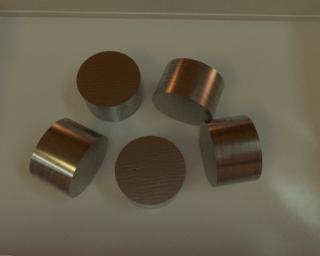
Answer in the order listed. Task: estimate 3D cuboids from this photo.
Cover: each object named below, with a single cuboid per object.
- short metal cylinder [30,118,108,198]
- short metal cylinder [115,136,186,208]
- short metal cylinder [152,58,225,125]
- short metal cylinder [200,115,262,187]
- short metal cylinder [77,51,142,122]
[{"bbox_3d":[-0.104,0.034,0.364,0.050,0.080,0.080,26,72,9],"label":"short metal cylinder"},{"bbox_3d":[-0.011,0.055,0.374,0.081,0.050,0.080,0,70,0],"label":"short metal cylinder"},{"bbox_3d":[0.036,-0.044,0.397,0.080,0.080,0.050,20,71,7],"label":"short metal cylinder"},{"bbox_3d":[0.081,0.027,0.370,0.050,0.080,0.080,-8,70,-3],"label":"short metal cylinder"},{"bbox_3d":[-0.065,-0.055,0.414,0.081,0.050,0.080,0,70,0],"label":"short metal cylinder"}]
